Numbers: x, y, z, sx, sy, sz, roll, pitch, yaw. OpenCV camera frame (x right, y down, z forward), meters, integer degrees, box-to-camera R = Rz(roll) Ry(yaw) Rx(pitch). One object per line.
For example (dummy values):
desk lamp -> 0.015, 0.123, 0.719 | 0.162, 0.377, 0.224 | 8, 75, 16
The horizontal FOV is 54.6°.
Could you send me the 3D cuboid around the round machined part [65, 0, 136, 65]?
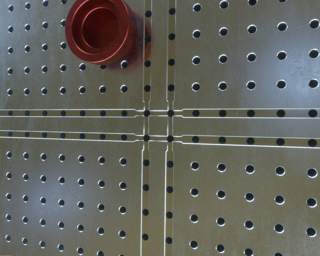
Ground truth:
round machined part -> -0.078, -0.136, 0.432 | 0.098, 0.042, 0.097 | 0, 90, 20
